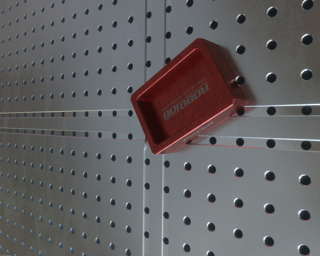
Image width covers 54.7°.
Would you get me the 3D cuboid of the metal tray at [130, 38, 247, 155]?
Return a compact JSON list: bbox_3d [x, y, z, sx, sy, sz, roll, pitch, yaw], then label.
[{"bbox_3d":[0.028,-0.034,0.381,0.130,0.030,0.090,-36,68,34],"label":"metal tray"}]
